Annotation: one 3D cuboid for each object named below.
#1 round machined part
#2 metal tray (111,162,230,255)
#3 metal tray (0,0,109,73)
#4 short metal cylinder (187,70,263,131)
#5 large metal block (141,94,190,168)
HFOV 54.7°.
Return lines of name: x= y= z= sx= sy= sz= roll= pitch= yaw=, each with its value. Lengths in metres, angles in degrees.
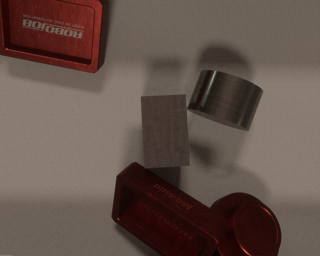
round machined part: x=0.108 y=0.127 z=0.381 sx=0.099 sy=0.042 sz=0.098 roll=11 pitch=61 yaw=-19
metal tray: x=0.005 y=0.108 z=0.363 sx=0.130 sy=0.030 sz=0.089 roll=29 pitch=132 yaw=19
metal tray: x=-0.135 y=-0.126 z=0.387 sx=0.131 sy=0.030 sz=0.089 roll=11 pitch=119 yaw=-1
short metal cylinder: x=0.080 y=-0.033 z=0.385 sx=0.080 sy=0.080 sz=0.050 roll=20 pitch=90 yaw=-1
large metal block: x=0.004 y=0.004 z=0.382 sx=0.050 sy=0.080 sz=0.079 roll=-3 pitch=89 yaw=-3
